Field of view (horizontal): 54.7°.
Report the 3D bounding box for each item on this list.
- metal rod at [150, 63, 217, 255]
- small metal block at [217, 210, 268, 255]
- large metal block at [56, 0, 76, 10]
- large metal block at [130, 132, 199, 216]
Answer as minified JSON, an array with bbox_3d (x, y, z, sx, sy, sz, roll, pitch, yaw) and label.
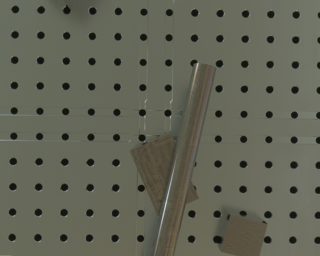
[{"bbox_3d":[0.016,0.079,0.333,0.025,0.025,0.298,13,90,-1],"label":"metal rod"},{"bbox_3d":[0.110,0.143,0.415,0.050,0.025,0.050,14,90,-1],"label":"small metal block"},{"bbox_3d":[-0.123,-0.209,0.384,0.050,0.080,0.080,32,90,-1],"label":"large metal block"},{"bbox_3d":[0.005,0.052,0.386,0.050,0.080,0.080,-23,90,0],"label":"large metal block"}]
